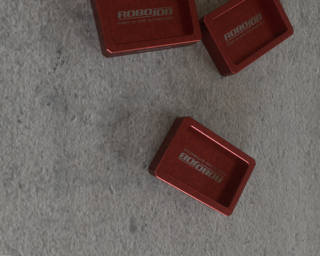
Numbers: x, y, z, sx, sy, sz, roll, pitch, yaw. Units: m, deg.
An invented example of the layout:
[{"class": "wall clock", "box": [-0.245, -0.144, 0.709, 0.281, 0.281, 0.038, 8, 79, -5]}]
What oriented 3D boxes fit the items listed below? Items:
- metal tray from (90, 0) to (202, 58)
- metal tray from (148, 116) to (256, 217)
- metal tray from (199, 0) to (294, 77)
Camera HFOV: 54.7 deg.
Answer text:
[{"class": "metal tray", "box": [-0.017, -0.146, 0.400, 0.131, 0.030, 0.089, -14, 95, -20]}, {"class": "metal tray", "box": [0.061, 0.053, 0.430, 0.130, 0.030, 0.090, 32, 79, -18]}, {"class": "metal tray", "box": [0.125, -0.146, 0.453, 0.131, 0.030, 0.090, -35, 102, -17]}]
